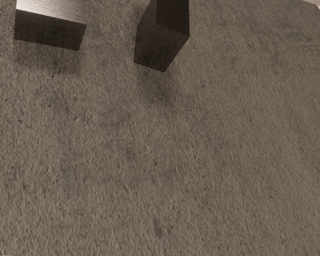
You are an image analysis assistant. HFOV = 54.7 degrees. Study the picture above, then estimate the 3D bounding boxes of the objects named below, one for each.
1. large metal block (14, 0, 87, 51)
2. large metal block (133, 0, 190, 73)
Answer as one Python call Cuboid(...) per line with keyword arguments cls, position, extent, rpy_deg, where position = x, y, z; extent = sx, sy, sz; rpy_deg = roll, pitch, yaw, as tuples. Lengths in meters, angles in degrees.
Cuboid(cls="large metal block", position=(-0.143, -0.156, 0.406), extent=(0.081, 0.050, 0.080), rpy_deg=(5, 60, -26))
Cuboid(cls="large metal block", position=(0.002, -0.144, 0.459), extent=(0.050, 0.080, 0.080), rpy_deg=(15, 56, -20))
